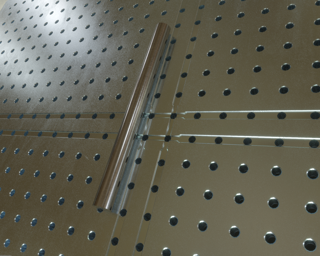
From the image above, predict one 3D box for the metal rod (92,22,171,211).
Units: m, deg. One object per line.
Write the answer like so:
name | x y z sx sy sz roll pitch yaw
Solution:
metal rod | -0.033 -0.031 0.446 0.025 0.025 0.300 2 63 29
